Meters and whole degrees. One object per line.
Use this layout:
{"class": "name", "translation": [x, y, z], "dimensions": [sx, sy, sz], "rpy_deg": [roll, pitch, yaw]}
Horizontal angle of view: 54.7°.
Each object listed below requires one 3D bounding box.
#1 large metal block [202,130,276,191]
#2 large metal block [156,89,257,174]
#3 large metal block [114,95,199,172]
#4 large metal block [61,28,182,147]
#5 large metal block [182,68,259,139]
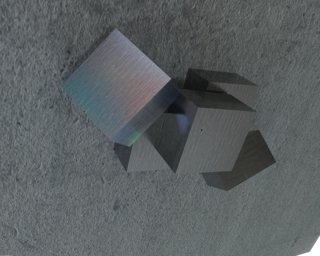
{"class": "large metal block", "translation": [0.105, 0.046, 0.452], "dimensions": [0.080, 0.080, 0.050], "rpy_deg": [-28, 90, -11]}
{"class": "large metal block", "translation": [0.051, 0.004, 0.357], "dimensions": [0.081, 0.050, 0.079], "rpy_deg": [2, 118, -30]}
{"class": "large metal block", "translation": [-0.006, 0.006, 0.391], "dimensions": [0.081, 0.050, 0.079], "rpy_deg": [0, 119, -29]}
{"class": "large metal block", "translation": [-0.038, -0.039, 0.320], "dimensions": [0.080, 0.080, 0.050], "rpy_deg": [-46, 163, 3]}
{"class": "large metal block", "translation": [0.073, -0.031, 0.415], "dimensions": [0.081, 0.050, 0.079], "rpy_deg": [0, 119, -29]}
